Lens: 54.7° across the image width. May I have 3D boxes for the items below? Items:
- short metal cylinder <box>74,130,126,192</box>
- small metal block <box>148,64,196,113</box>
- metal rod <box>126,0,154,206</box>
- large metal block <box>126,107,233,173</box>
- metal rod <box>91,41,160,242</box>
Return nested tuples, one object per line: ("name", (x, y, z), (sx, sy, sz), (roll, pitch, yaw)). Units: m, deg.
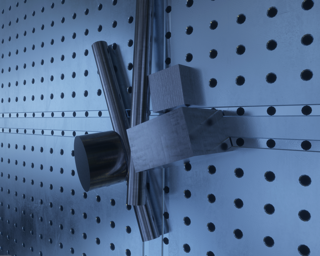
("short metal cylinder", (-0.088, 0.046, 0.445), (0.080, 0.050, 0.079), (29, 123, 57))
("small metal block", (0.015, -0.049, 0.396), (0.050, 0.025, 0.050), (-13, 82, 39))
("metal rod", (-0.025, -0.050, 0.413), (0.025, 0.025, 0.298), (-1, 85, 39))
("large metal block", (0.023, 0.014, 0.353), (0.080, 0.081, 0.050), (-21, 77, 38))
("metal rod", (-0.053, 0.010, 0.450), (0.025, 0.025, 0.299), (-27, 74, 36))
